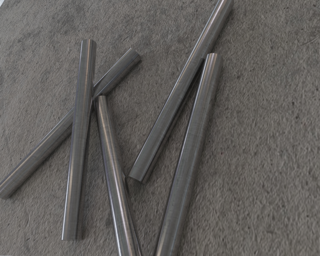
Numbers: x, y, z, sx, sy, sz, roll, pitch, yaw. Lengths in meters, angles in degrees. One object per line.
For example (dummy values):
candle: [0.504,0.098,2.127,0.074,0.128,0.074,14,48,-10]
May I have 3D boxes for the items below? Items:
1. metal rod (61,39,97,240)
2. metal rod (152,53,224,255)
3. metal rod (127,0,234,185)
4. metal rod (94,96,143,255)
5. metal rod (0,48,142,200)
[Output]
metal rod: [-0.111,0.001,0.439,0.025,0.025,0.299,-12,64,22]
metal rod: [0.034,0.038,0.363,0.025,0.025,0.300,3,63,29]
metal rod: [0.035,-0.063,0.424,0.025,0.025,0.300,15,69,34]
metal rod: [-0.053,0.064,0.375,0.025,0.025,0.300,-29,47,10]
metal rod: [-0.140,-0.010,0.483,0.300,0.025,0.025,-47,51,-5]
